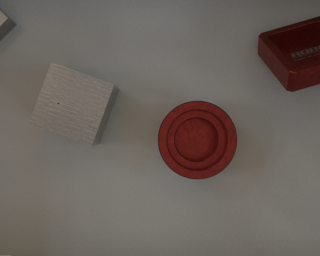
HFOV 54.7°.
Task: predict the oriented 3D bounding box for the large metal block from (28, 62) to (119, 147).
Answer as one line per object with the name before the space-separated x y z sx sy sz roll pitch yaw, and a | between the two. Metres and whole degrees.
large metal block | -0.107 -0.029 0.398 0.080 0.050 0.080 20 90 -1

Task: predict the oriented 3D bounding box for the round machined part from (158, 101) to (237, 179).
round machined part | 0.047 0.015 0.404 0.099 0.042 0.097 0 90 -1

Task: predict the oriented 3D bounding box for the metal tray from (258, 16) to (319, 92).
metal tray | 0.202 -0.100 0.384 0.131 0.030 0.090 -16 47 -1

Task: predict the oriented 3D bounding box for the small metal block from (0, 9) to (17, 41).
small metal block | -0.230 -0.141 0.408 0.050 0.025 0.050 45 90 -1
